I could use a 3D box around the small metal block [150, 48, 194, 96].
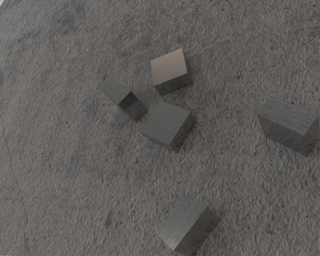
[{"bbox_3d":[0.017,-0.080,0.445,0.050,0.025,0.050,-19,54,17],"label":"small metal block"}]

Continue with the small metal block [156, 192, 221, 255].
[{"bbox_3d":[0.030,0.098,0.312,0.025,0.050,0.050,33,80,38],"label":"small metal block"}]

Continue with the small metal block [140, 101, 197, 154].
[{"bbox_3d":[0.011,-0.002,0.399,0.050,0.025,0.050,24,74,36],"label":"small metal block"}]

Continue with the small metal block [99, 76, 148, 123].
[{"bbox_3d":[-0.051,-0.040,0.439,0.025,0.050,0.050,-47,51,-4],"label":"small metal block"}]

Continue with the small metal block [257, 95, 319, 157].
[{"bbox_3d":[0.133,-0.002,0.319,0.050,0.050,0.025,33,80,38],"label":"small metal block"}]
